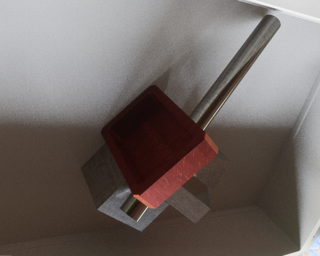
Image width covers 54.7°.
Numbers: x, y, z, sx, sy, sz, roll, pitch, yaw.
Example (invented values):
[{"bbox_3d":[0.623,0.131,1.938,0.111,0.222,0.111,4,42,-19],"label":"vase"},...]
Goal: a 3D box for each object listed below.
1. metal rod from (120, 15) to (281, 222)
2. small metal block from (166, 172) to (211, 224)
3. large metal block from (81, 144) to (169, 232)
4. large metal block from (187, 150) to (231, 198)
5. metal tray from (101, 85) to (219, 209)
[{"bbox_3d":[0.056,-0.022,0.367,0.300,0.025,0.025,-52,131,-13],"label":"metal rod"},{"bbox_3d":[0.029,0.073,0.358,0.050,0.050,0.025,39,106,-8],"label":"small metal block"},{"bbox_3d":[-0.045,0.074,0.395,0.050,0.080,0.080,-45,130,3],"label":"large metal block"},{"bbox_3d":[0.038,0.053,0.428,0.050,0.080,0.080,14,111,-35],"label":"large metal block"},{"bbox_3d":[-0.008,0.013,0.344,0.090,0.130,0.030,-41,129,1],"label":"metal tray"}]
